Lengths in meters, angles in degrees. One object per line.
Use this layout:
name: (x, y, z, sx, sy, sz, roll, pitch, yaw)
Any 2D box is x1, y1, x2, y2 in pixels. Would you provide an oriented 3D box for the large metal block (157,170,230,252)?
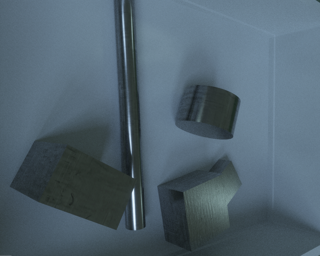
large metal block: (0.048, 0.111, 0.434, 0.081, 0.050, 0.079, -14, 99, -39)

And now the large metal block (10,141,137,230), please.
large metal block: (-0.084, 0.054, 0.302, 0.080, 0.080, 0.050, 35, 69, -35)

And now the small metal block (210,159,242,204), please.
small metal block: (0.100, 0.086, 0.493, 0.050, 0.025, 0.050, -43, 116, -32)

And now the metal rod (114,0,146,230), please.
metal rod: (-0.037, -0.027, 0.377, 0.025, 0.025, 0.298, -5, 93, -40)

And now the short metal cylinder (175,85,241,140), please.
short metal cylinder: (0.066, -0.020, 0.429, 0.080, 0.080, 0.050, 25, 75, -38)
